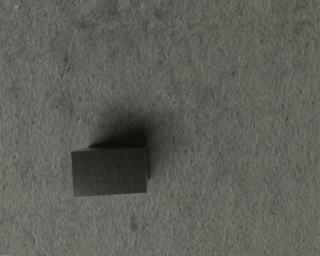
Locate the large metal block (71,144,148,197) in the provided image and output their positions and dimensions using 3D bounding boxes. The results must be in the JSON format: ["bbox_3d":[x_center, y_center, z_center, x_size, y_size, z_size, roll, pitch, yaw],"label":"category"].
[{"bbox_3d":[-0.056,0.049,0.382,0.080,0.080,0.050,-3,90,0],"label":"large metal block"}]
